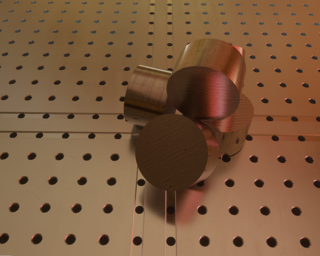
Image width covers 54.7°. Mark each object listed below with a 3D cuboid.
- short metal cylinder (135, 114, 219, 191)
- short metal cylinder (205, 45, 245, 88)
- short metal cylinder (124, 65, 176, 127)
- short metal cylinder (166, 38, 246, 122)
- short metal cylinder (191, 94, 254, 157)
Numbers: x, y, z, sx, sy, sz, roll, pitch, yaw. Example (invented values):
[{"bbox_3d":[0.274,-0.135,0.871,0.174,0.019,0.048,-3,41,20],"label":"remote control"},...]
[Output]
[{"bbox_3d":[0.020,0.026,0.342,0.080,0.050,0.080,-1,87,23],"label":"short metal cylinder"},{"bbox_3d":[0.076,-0.081,0.431,0.080,0.080,0.050,2,90,1],"label":"short metal cylinder"},{"bbox_3d":[-0.008,-0.038,0.403,0.050,0.080,0.080,15,52,12],"label":"short metal cylinder"},{"bbox_3d":[0.053,-0.053,0.350,0.080,0.080,0.050,14,51,11],"label":"short metal cylinder"},{"bbox_3d":[0.074,-0.009,0.398,0.081,0.050,0.080,0,49,0],"label":"short metal cylinder"}]
